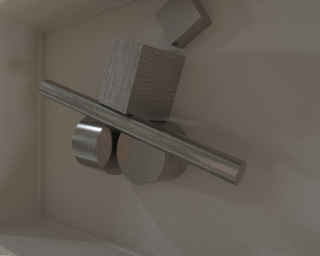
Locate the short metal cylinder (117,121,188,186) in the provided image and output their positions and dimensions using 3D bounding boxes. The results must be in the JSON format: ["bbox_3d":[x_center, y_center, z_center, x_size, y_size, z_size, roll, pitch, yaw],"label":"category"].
[{"bbox_3d":[-0.009,0.030,0.396,0.080,0.050,0.079,0,90,39],"label":"short metal cylinder"}]

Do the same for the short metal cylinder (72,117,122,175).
[{"bbox_3d":[-0.072,0.021,0.428,0.050,0.081,0.079,8,95,39],"label":"short metal cylinder"}]

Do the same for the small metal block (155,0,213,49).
[{"bbox_3d":[0.028,-0.135,0.382,0.050,0.025,0.050,-36,68,34],"label":"small metal block"}]

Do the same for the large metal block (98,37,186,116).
[{"bbox_3d":[-0.021,-0.061,0.387,0.050,0.081,0.079,25,105,37],"label":"large metal block"}]

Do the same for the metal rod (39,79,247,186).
[{"bbox_3d":[-0.043,-0.007,0.368,0.300,0.025,0.025,23,105,30],"label":"metal rod"}]
